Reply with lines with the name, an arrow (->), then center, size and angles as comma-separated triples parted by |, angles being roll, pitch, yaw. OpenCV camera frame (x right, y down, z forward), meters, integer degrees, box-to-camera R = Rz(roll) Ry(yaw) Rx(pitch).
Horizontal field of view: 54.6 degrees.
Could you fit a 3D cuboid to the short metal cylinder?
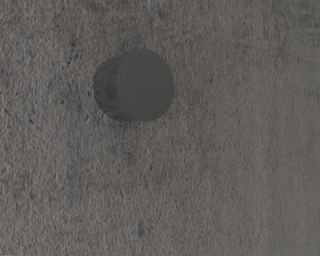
short metal cylinder -> -0.030, -0.048, 0.362 | 0.081, 0.050, 0.080 | 0, 90, -40
